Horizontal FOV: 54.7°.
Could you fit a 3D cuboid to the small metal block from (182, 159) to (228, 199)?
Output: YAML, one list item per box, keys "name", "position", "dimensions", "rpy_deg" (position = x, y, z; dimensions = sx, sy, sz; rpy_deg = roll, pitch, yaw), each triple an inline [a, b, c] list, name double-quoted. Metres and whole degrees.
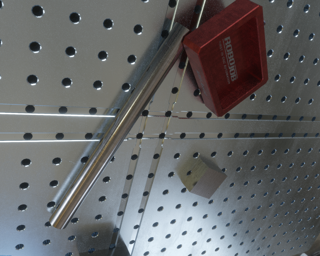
- name: "small metal block"
  position: [0.073, 0.084, 0.506]
  dimensions: [0.050, 0.025, 0.050]
  rpy_deg: [27, 103, -38]

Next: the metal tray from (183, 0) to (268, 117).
- name: "metal tray"
  position: [0.088, -0.082, 0.389]
  dimensions: [0.090, 0.030, 0.130]
  rpy_deg: [-37, 141, -5]

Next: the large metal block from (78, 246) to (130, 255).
- name: "large metal block"
  position: [-0.092, 0.243, 0.497]
  dimensions: [0.081, 0.050, 0.079]
  rpy_deg: [4, 117, -31]

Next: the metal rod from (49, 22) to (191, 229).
- name: "metal rod"
  position: [-0.054, 0.006, 0.386]
  dimensions: [0.025, 0.025, 0.299]
  rpy_deg: [26, 104, -38]
